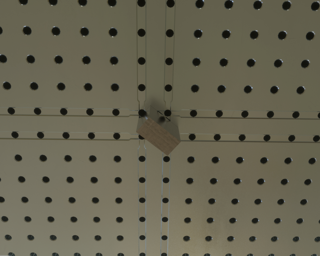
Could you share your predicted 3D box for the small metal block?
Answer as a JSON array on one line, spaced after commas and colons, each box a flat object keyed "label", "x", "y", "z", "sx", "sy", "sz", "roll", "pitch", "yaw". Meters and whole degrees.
[{"label": "small metal block", "x": -0.002, "y": 0.002, "z": 0.401, "sx": 0.050, "sy": 0.050, "sz": 0.025, "roll": 38, "pitch": 106, "yaw": -13}]
